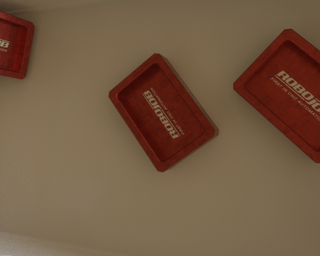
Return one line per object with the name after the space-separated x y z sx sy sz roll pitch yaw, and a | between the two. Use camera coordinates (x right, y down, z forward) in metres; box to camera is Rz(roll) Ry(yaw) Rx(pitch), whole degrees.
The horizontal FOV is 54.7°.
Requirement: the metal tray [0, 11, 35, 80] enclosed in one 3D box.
-0.254 -0.126 0.443 0.030 0.131 0.089 15 96 37 | metal tray

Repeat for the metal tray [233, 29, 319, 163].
0.161 -0.036 0.350 0.130 0.030 0.090 46 104 14 | metal tray

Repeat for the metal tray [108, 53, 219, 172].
0.003 -0.020 0.406 0.090 0.030 0.130 -38 78 16 | metal tray
